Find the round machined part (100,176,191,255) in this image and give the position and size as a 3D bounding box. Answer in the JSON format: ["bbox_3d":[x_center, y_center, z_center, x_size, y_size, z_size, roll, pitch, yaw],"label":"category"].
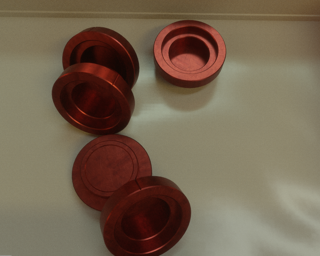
[{"bbox_3d":[-0.018,0.096,0.347,0.099,0.098,0.042,-28,30,-10],"label":"round machined part"}]

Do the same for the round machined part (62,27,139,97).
[{"bbox_3d":[-0.074,-0.086,0.412,0.098,0.097,0.042,15,35,5],"label":"round machined part"}]

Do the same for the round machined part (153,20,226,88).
[{"bbox_3d":[0.040,-0.099,0.437,0.099,0.042,0.098,0,70,0],"label":"round machined part"}]

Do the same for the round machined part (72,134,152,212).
[{"bbox_3d":[-0.059,0.053,0.381,0.099,0.042,0.098,0,70,0],"label":"round machined part"}]

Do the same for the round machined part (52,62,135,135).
[{"bbox_3d":[-0.079,-0.040,0.386,0.099,0.097,0.042,12,45,4],"label":"round machined part"}]
